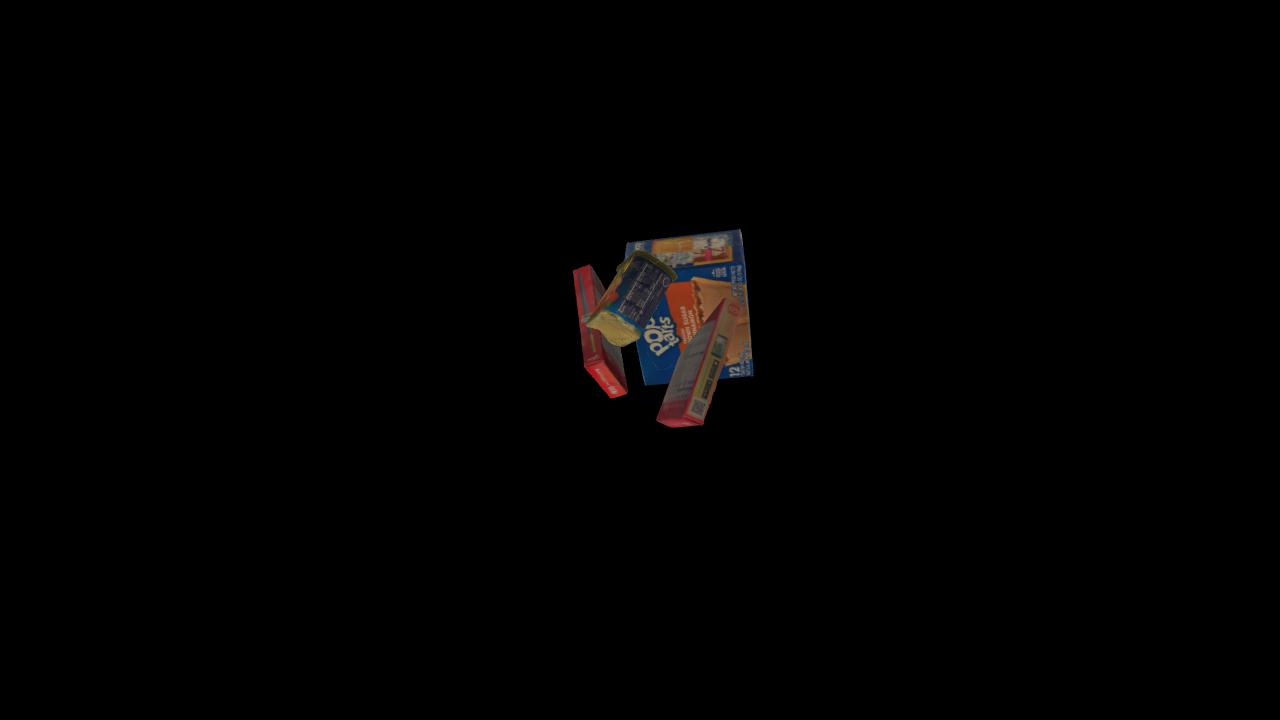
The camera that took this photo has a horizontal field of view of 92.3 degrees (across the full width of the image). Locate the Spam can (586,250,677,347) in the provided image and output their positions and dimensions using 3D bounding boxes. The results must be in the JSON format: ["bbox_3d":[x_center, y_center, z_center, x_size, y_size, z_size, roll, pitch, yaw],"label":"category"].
[{"bbox_3d":[-0.012,-0.066,0.701,0.058,0.085,0.101,32,-15,-11],"label":"Spam can"}]

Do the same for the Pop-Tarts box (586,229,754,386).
[{"bbox_3d":[0.063,-0.061,0.758,0.141,0.167,0.083,-5,37,9],"label":"Pop-Tarts box"}]

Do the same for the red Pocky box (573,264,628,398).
[{"bbox_3d":[-0.050,-0.037,0.765,0.028,0.155,0.083,-18,-35,10],"label":"red Pocky box"}]

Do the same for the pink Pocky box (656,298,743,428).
[{"bbox_3d":[0.069,0.003,0.720,0.029,0.155,0.084,25,-15,-15],"label":"pink Pocky box"}]
